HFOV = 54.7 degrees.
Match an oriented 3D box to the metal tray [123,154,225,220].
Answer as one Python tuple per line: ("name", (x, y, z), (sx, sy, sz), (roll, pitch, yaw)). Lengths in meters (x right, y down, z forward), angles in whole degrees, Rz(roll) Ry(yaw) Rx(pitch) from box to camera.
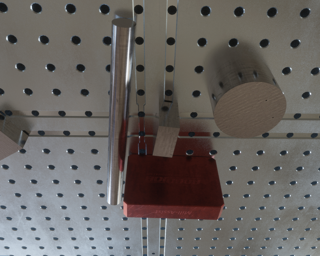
("metal tray", (0.017, 0.081, 0.438), (0.131, 0.090, 0.030), (3, 130, -3))

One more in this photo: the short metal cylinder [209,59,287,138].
("short metal cylinder", (0.101, -0.034, 0.368), (0.081, 0.050, 0.079), (0, 130, 0))

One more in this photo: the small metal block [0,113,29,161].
("small metal block", (-0.219, 0.014, 0.420), (0.050, 0.025, 0.050), (-26, 126, 20))

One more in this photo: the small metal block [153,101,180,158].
("small metal block", (0.007, 0.002, 0.397), (0.025, 0.050, 0.050), (7, 130, -6))

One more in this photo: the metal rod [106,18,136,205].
("metal rod", (-0.056, 0.004, 0.414), (0.025, 0.025, 0.298), (5, 130, -5))
